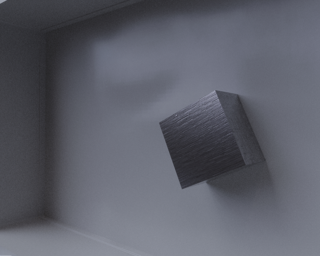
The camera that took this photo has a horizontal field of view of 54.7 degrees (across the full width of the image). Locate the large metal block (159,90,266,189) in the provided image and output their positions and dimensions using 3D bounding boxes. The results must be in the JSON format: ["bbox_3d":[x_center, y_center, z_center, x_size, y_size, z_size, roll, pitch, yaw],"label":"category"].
[{"bbox_3d":[0.056,0.014,0.343,0.080,0.050,0.080,-30,72,35],"label":"large metal block"}]
